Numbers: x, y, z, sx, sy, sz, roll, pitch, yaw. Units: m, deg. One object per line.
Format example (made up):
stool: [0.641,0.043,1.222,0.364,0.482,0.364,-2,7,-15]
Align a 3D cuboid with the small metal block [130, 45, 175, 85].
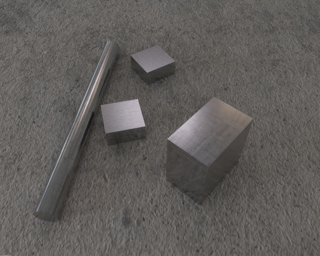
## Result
small metal block: [-0.011,-0.100,0.487,0.050,0.025,0.050,-26,55,-21]

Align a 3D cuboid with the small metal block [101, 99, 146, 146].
small metal block: [-0.049,-0.008,0.410,0.050,0.025,0.050,-10,51,-9]

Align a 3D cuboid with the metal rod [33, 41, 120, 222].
metal rod: [-0.100,-0.021,0.419,0.025,0.025,0.300,6,50,5]

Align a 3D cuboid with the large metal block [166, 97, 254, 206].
large metal block: [0.053,0.026,0.346,0.050,0.080,0.080,34,58,25]
